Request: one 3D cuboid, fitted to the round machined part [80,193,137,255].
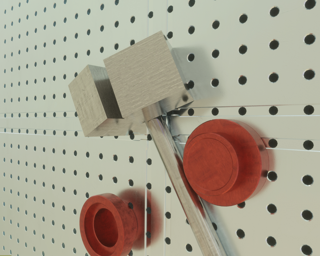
[{"bbox_3d":[-0.072,0.145,0.458,0.098,0.042,0.097,0,90,40],"label":"round machined part"}]

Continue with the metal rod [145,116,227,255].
[{"bbox_3d":[0.043,0.103,0.373,0.025,0.025,0.299,-37,67,34],"label":"metal rod"}]

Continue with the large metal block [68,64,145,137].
[{"bbox_3d":[-0.069,-0.035,0.431,0.050,0.081,0.080,-35,69,35],"label":"large metal block"}]

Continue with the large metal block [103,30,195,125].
[{"bbox_3d":[-0.013,-0.059,0.386,0.080,0.050,0.080,-24,74,12],"label":"large metal block"}]

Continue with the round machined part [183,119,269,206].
[{"bbox_3d":[0.065,0.038,0.345,0.098,0.042,0.097,0,90,40],"label":"round machined part"}]
